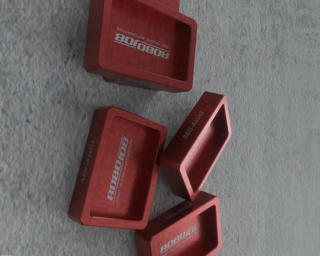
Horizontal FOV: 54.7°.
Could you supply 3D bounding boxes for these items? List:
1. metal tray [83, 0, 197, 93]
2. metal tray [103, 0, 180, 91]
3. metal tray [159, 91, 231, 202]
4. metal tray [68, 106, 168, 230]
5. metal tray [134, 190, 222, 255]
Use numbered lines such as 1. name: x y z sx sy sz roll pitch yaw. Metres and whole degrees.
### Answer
1. metal tray: -0.016 -0.095 0.349 0.131 0.030 0.089 8 85 -40
2. metal tray: -0.021 -0.116 0.386 0.091 0.030 0.129 5 87 -40
3. metal tray: 0.054 0.024 0.426 0.130 0.030 0.090 -54 144 -28
4. metal tray: -0.045 0.048 0.364 0.091 0.030 0.129 20 77 -38
5. metal tray: 0.031 0.153 0.421 0.131 0.030 0.089 -19 110 -39
